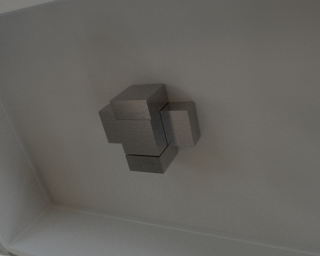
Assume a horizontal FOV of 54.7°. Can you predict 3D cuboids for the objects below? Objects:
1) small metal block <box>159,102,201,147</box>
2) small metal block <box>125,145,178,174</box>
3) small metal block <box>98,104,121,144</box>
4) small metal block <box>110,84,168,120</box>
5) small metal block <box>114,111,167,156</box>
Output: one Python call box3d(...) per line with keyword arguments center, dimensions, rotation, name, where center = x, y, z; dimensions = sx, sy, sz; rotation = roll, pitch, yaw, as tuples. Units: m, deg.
box3d(center=(0.020, -0.005, 0.393), dimensions=(0.050, 0.025, 0.050), rotation=(1, 119, 27), name="small metal block")
box3d(center=(-0.010, 0.035, 0.415), dimensions=(0.050, 0.050, 0.025), rotation=(1, 119, 27), name="small metal block")
box3d(center=(-0.051, -0.006, 0.429), dimensions=(0.050, 0.025, 0.050), rotation=(1, 119, 28), name="small metal block")
box3d(center=(-0.025, -0.033, 0.382), dimensions=(0.050, 0.050, 0.025), rotation=(1, 119, 27), name="small metal block")
box3d(center=(-0.023, 0.006, 0.389), dimensions=(0.050, 0.025, 0.050), rotation=(1, 119, 27), name="small metal block")
